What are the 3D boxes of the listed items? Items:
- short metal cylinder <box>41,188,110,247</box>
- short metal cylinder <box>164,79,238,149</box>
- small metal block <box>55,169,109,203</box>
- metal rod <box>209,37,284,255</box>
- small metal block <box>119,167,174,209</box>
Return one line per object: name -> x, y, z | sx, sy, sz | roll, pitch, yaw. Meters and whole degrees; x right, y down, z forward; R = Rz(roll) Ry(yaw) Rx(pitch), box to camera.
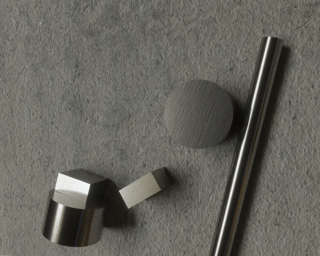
short metal cylinder -> -0.113, 0.117, 0.418 | 0.080, 0.080, 0.050 | 15, 95, 19
short metal cylinder -> 0.051, -0.016, 0.377 | 0.080, 0.050, 0.079 | 0, 90, 19
small metal block -> -0.108, 0.079, 0.432 | 0.050, 0.050, 0.025 | 15, 95, 19
metal rod -> 0.099, 0.042, 0.373 | 0.025, 0.025, 0.298 | 14, 95, 19
small metal block -> -0.017, 0.076, 0.401 | 0.050, 0.050, 0.025 | -33, 80, 17
